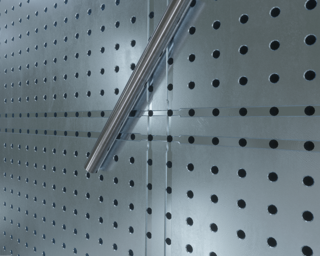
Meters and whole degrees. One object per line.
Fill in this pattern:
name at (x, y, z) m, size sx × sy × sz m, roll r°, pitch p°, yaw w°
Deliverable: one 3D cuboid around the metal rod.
metal rod at (-0.040, -0.052, 0.443) m, size 0.025 × 0.025 × 0.298 m, roll 46°, pitch 117°, yaw 30°
